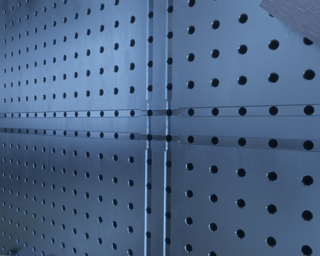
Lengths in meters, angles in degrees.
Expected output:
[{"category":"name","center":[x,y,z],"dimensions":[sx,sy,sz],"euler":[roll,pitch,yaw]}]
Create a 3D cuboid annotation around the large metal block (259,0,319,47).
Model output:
[{"category":"large metal block","center":[0.151,-0.116,0.269],"dimensions":[0.080,0.050,0.080],"euler":[49,119,28]}]
